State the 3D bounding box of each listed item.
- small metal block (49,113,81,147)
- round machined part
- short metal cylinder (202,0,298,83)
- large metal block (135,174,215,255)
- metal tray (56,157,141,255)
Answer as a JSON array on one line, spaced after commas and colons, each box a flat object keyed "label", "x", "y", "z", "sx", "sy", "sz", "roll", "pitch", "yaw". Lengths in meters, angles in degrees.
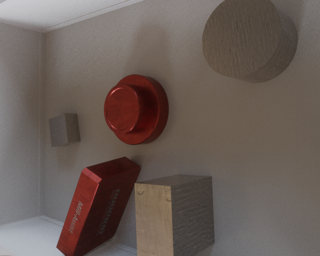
[{"label": "small metal block", "x": -0.167, "y": 0.004, "z": 0.542, "sx": 0.050, "sy": 0.025, "sz": 0.050, "roll": -15, "pitch": 81, "yaw": 38}, {"label": "round machined part", "x": -0.039, "y": -0.025, "z": 0.426, "sx": 0.098, "sy": 0.042, "sz": 0.097, "roll": 0, "pitch": 90, "yaw": 39}, {"label": "short metal cylinder", "x": 0.091, "y": -0.088, "z": 0.315, "sx": 0.080, "sy": 0.050, "sz": 0.079, "roll": 0, "pitch": 90, "yaw": 39}, {"label": "large metal block", "x": 0.019, "y": 0.099, "z": 0.354, "sx": 0.050, "sy": 0.081, "sz": 0.080, "roll": -4, "pitch": 88, "yaw": 40}, {"label": "metal tray", "x": -0.083, "y": 0.108, "z": 0.427, "sx": 0.030, "sy": 0.091, "sz": 0.129, "roll": 30, "pitch": 109, "yaw": 25}]
